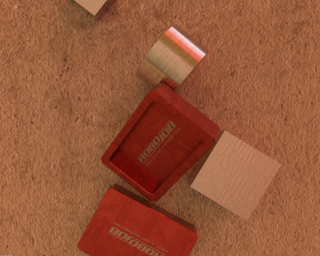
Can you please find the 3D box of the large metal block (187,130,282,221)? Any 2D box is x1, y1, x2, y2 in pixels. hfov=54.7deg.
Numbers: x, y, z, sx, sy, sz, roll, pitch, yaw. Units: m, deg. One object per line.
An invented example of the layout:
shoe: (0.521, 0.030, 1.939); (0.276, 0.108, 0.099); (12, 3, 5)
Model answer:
large metal block: (0.092, 0.057, 0.398); (0.080, 0.050, 0.080); (31, 90, 0)

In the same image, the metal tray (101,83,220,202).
metal tray: (-0.003, 0.022, 0.375); (0.090, 0.030, 0.129); (39, 122, -1)

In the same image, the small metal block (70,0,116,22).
small metal block: (-0.088, -0.179, 0.409); (0.050, 0.025, 0.050); (38, 90, 0)

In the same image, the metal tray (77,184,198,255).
metal tray: (-0.028, 0.144, 0.407); (0.130, 0.030, 0.090); (29, 90, 0)

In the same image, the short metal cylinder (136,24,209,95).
short metal cylinder: (0.015, -0.079, 0.383); (0.050, 0.080, 0.080); (40, 90, 0)
